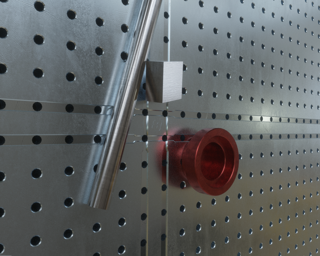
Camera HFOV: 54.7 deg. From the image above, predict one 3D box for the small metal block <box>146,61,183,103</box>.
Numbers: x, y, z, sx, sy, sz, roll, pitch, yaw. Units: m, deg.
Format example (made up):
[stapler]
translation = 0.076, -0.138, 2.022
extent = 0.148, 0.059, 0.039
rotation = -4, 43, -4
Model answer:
[small metal block]
translation = 0.006, -0.061, 0.401
extent = 0.050, 0.025, 0.050
rotation = -20, 115, -57

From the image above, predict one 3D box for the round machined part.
[round machined part]
translation = 0.071, 0.049, 0.460
extent = 0.099, 0.042, 0.097
rotation = 0, 90, -40

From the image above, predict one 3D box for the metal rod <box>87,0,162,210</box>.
[metal rod]
translation = -0.037, -0.053, 0.379
extent = 0.025, 0.025, 0.299
rotation = 22, 76, -38
